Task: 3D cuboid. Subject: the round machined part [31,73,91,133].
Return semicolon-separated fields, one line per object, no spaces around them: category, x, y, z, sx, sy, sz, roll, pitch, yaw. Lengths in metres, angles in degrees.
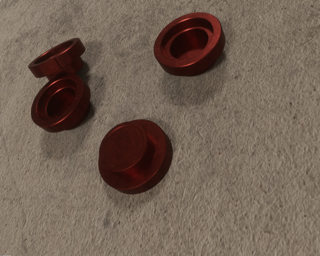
round machined part;-0.151;-0.035;0.491;0.098;0.042;0.098;-13;57;20

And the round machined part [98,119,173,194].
round machined part;-0.037;0.031;0.392;0.098;0.042;0.098;-13;56;20

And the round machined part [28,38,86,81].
round machined part;-0.171;-0.113;0.535;0.098;0.042;0.098;-21;30;13

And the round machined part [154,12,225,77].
round machined part;0.044;-0.112;0.438;0.098;0.042;0.098;-13;56;20
